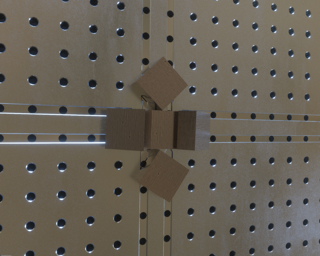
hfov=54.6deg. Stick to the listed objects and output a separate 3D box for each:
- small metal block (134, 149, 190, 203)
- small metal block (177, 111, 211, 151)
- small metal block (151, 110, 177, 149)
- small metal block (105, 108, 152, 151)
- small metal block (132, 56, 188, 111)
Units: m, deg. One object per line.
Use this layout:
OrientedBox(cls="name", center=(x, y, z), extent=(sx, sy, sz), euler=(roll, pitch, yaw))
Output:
OrientedBox(cls="small metal block", center=(0.002, 0.062, 0.413), extent=(0.050, 0.025, 0.050), euler=(36, 79, -15))
OrientedBox(cls="small metal block", center=(0.046, 0.004, 0.415), extent=(0.050, 0.025, 0.050), euler=(4, 88, -60))
OrientedBox(cls="small metal block", center=(0.001, 0.002, 0.412), extent=(0.050, 0.025, 0.050), euler=(1, 89, -20))
OrientedBox(cls="small metal block", center=(-0.039, 0.002, 0.385), extent=(0.050, 0.025, 0.050), euler=(2, 90, 16))
OrientedBox(cls="small metal block", center=(0.000, -0.057, 0.412), extent=(0.050, 0.025, 0.050), euler=(-46, 104, -15))
